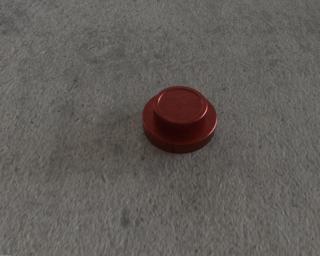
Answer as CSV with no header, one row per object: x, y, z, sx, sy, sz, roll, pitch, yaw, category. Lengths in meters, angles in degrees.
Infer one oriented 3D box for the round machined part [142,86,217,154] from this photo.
0.026,-0.018,0.407,0.099,0.042,0.098,0,50,0,round machined part
